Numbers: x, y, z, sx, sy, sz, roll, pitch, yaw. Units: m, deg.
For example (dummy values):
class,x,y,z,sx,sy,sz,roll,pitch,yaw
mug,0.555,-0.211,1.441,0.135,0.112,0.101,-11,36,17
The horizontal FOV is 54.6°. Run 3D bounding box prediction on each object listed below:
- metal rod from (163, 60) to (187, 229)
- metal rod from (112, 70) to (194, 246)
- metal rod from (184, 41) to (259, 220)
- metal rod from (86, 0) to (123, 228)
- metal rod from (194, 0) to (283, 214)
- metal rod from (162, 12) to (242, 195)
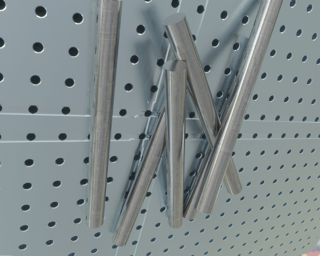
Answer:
class,x,y,z,sx,sy,sz,roll,pitch,yaw
metal rod,0.021,0.046,0.425,0.025,0.025,0.298,-19,134,-18
metal rod,-0.013,0.045,0.430,0.025,0.025,0.298,7,115,-32
metal rod,0.088,0.017,0.468,0.025,0.025,0.298,3,117,-30
metal rod,-0.071,0.003,0.373,0.025,0.025,0.298,-5,121,-26
metal rod,0.100,-0.036,0.392,0.025,0.025,0.299,15,95,-34
metal rod,0.067,-0.007,0.408,0.025,0.025,0.299,-33,129,-7
